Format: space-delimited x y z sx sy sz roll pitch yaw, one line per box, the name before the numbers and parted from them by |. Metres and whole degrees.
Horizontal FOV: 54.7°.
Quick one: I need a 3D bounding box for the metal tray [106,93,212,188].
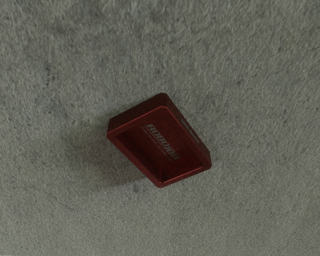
metal tray | 0.002 0.023 0.423 0.090 0.030 0.130 -26 126 20
